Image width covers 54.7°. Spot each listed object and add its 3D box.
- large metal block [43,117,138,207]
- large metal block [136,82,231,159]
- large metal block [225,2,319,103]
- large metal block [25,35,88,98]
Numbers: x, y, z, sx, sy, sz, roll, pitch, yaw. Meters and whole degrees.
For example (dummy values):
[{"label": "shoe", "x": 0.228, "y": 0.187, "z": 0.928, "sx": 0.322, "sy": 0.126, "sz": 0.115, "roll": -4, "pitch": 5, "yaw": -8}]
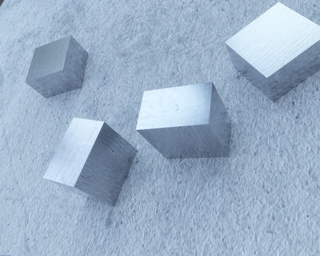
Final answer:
[{"label": "large metal block", "x": -0.082, "y": 0.043, "z": 0.385, "sx": 0.050, "sy": 0.080, "sz": 0.080, "roll": 8, "pitch": 66, "yaw": 32}, {"label": "large metal block", "x": 0.031, "y": -0.004, "z": 0.355, "sx": 0.080, "sy": 0.080, "sz": 0.050, "roll": -5, "pitch": 60, "yaw": 26}, {"label": "large metal block", "x": 0.139, "y": -0.091, "z": 0.371, "sx": 0.080, "sy": 0.050, "sz": 0.080, "roll": -37, "pitch": 51, "yaw": 4}, {"label": "large metal block", "x": -0.181, "y": -0.108, "z": 0.549, "sx": 0.080, "sy": 0.050, "sz": 0.080, "roll": -12, "pitch": 56, "yaw": 21}]
